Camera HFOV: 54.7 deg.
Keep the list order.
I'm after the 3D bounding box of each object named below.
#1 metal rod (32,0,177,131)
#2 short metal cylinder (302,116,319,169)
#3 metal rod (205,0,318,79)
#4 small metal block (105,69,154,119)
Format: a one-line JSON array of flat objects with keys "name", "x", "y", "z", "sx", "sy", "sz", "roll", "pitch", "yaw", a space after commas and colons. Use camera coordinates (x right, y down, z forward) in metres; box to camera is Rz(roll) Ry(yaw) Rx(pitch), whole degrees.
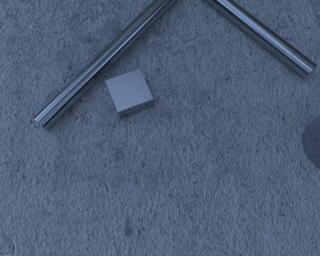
[{"name": "metal rod", "x": -0.064, "y": -0.114, "z": 0.448, "sx": 0.025, "sy": 0.025, "sz": 0.301, "roll": 37, "pitch": 74, "yaw": 12}, {"name": "short metal cylinder", "x": 0.231, "y": 0.014, "z": 0.392, "sx": 0.081, "sy": 0.050, "sz": 0.080, "roll": 0, "pitch": 70, "yaw": 0}, {"name": "metal rod", "x": 0.110, "y": -0.181, "z": 0.475, "sx": 0.025, "sy": 0.025, "sz": 0.300, "roll": -42, "pitch": 76, "yaw": -14}, {"name": "small metal block", "x": -0.041, "y": -0.047, "z": 0.425, "sx": 0.050, "sy": 0.025, "sz": 0.050, "roll": -21, "pitch": 72, "yaw": -8}]
